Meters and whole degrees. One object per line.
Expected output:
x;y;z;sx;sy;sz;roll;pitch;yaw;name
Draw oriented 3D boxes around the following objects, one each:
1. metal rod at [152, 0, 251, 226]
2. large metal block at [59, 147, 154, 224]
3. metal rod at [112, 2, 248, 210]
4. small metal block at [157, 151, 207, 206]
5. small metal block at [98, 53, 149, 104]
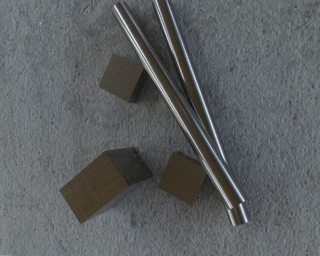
0.049;-0.027;0.391;0.025;0.025;0.299;-21;83;18;metal rod
-0.066;0.071;0.402;0.080;0.080;0.050;-40;78;15;large metal block
0.015;-0.040;0.384;0.025;0.025;0.299;-35;72;16;metal rod
0.032;0.063;0.397;0.050;0.025;0.050;26;98;17;small metal block
-0.049;-0.068;0.425;0.050;0.025;0.050;29;99;17;small metal block
